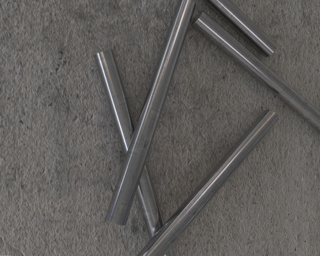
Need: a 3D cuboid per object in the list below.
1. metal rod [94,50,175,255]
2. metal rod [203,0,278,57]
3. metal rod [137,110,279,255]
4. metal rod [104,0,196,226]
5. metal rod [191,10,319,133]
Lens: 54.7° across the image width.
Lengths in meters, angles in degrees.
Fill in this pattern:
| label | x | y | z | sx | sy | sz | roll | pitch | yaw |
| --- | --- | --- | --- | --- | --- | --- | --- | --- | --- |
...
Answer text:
| label | x | y | z | sx | sy | sz | roll | pitch | yaw |
| --- | --- | --- | --- | --- | --- | --- | --- | --- | --- |
| metal rod | -0.028 | 0.050 | 0.398 | 0.025 | 0.025 | 0.298 | -18 | 96 | -19 |
| metal rod | 0.051 | -0.201 | 0.427 | 0.301 | 0.025 | 0.025 | 36 | 79 | -17 |
| metal rod | 0.068 | 0.078 | 0.416 | 0.301 | 0.025 | 0.025 | -44 | 104 | -21 |
| metal rod | -0.007 | -0.032 | 0.386 | 0.025 | 0.025 | 0.299 | 22 | 75 | -19 |
| metal rod | 0.170 | -0.071 | 0.471 | 0.301 | 0.025 | 0.025 | 34 | 79 | -17 |
